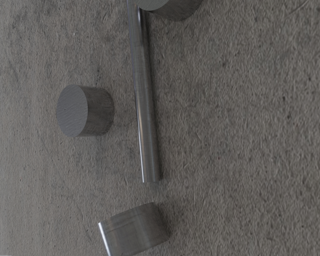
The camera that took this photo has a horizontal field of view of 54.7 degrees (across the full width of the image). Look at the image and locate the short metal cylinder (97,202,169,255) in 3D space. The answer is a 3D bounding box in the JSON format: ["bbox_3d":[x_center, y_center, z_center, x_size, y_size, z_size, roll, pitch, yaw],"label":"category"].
[{"bbox_3d":[-0.035,0.134,0.398,0.080,0.081,0.050,-35,69,34],"label":"short metal cylinder"}]

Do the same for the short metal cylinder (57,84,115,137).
[{"bbox_3d":[-0.117,-0.026,0.486,0.080,0.050,0.080,0,90,40],"label":"short metal cylinder"}]

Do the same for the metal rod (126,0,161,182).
[{"bbox_3d":[-0.025,-0.077,0.425,0.025,0.025,0.298,-9,84,39],"label":"metal rod"}]

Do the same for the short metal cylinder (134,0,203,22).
[{"bbox_3d":[0.011,-0.178,0.380,0.080,0.050,0.080,0,90,40],"label":"short metal cylinder"}]
